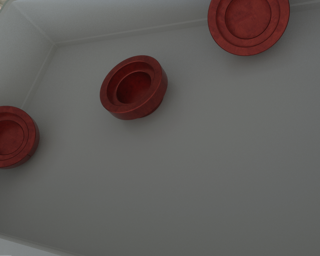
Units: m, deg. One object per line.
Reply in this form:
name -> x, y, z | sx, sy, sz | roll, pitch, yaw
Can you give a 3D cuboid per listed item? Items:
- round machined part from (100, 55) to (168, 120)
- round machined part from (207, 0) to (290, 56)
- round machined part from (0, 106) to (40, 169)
round machined part -> -0.034, -0.053, 0.445 | 0.098, 0.042, 0.098 | -13, 56, 21
round machined part -> 0.114, -0.144, 0.401 | 0.098, 0.042, 0.097 | 5, 107, 18
round machined part -> -0.242, 0.017, 0.493 | 0.099, 0.042, 0.098 | 1, 75, -5
